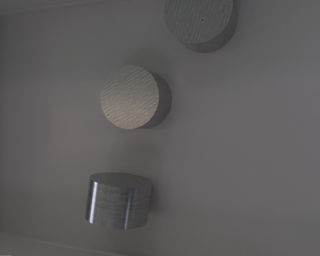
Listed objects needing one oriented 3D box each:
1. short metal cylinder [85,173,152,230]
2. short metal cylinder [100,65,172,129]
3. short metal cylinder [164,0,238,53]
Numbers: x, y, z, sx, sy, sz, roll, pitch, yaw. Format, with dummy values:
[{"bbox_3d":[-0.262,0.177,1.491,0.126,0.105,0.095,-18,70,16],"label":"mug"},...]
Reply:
[{"bbox_3d":[-0.053,0.091,0.400,0.080,0.080,0.050,9,93,20],"label":"short metal cylinder"},{"bbox_3d":[-0.030,-0.039,0.408,0.080,0.050,0.080,0,90,20],"label":"short metal cylinder"},{"bbox_3d":[0.051,-0.137,0.379,0.080,0.050,0.080,0,90,20],"label":"short metal cylinder"}]
